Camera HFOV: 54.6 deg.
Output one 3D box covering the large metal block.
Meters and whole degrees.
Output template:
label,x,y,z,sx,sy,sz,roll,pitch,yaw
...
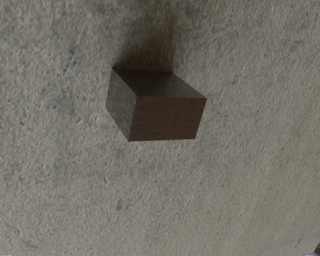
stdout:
label,x,y,z,sx,sy,sz,roll,pitch,yaw
large metal block,-0.008,-0.028,0.349,0.081,0.080,0.050,-1,119,-28
